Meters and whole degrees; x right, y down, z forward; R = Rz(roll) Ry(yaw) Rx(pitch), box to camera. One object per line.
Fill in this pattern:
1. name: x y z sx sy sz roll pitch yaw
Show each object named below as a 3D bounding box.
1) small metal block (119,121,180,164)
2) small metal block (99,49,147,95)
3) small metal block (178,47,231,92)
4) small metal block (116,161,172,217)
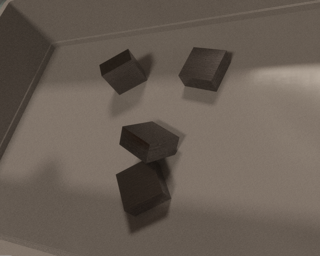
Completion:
1. small metal block: -0.013 0.016 0.383 0.050 0.050 0.025 31 119 37
2. small metal block: -0.055 -0.084 0.468 0.050 0.050 0.025 -27 53 11
3. small metal block: 0.061 -0.081 0.422 0.050 0.025 0.050 16 70 34
4. small metal block: -0.021 0.070 0.372 0.050 0.025 0.050 -28 52 10
